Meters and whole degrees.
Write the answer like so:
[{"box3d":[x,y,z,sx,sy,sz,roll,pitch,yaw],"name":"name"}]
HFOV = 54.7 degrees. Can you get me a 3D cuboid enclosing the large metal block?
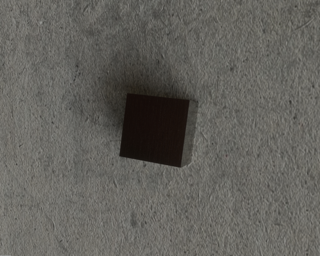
[{"box3d":[0.000,0.001,0.396,0.080,0.050,0.079,8,93,19],"name":"large metal block"}]
